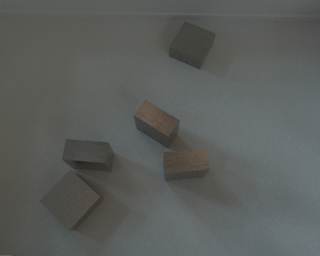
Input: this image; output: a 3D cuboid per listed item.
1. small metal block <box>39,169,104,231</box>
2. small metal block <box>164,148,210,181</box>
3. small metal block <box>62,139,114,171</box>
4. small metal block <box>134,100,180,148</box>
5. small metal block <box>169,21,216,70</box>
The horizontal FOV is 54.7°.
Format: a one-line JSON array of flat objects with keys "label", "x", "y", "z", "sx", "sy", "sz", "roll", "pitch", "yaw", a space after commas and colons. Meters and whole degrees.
[{"label": "small metal block", "x": -0.106, "y": 0.088, "z": 0.376, "sx": 0.050, "sy": 0.025, "sz": 0.050, "roll": 39, "pitch": 74, "yaw": 12}, {"label": "small metal block", "x": 0.031, "y": 0.046, "z": 0.380, "sx": 0.050, "sy": 0.050, "sz": 0.025, "roll": -5, "pitch": 70, "yaw": -2}, {"label": "small metal block", "x": -0.087, "y": 0.035, "z": 0.383, "sx": 0.050, "sy": 0.050, "sz": 0.025, "roll": 5, "pitch": 70, "yaw": 1}, {"label": "small metal block", "x": -0.004, "y": -0.004, "z": 0.398, "sx": 0.050, "sy": 0.050, "sz": 0.025, "roll": 32, "pitch": 73, "yaw": 10}, {"label": "small metal block", "x": 0.047, "y": -0.121, "z": 0.455, "sx": 0.050, "sy": 0.025, "sz": 0.050, "roll": 25, "pitch": 72, "yaw": 8}]
